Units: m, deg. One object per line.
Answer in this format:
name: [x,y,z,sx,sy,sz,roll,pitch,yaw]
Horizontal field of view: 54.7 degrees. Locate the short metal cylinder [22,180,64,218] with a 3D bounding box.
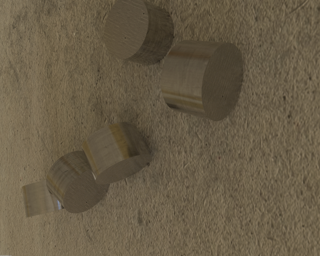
short metal cylinder: [-0.187,0.116,0.524,0.080,0.081,0.050,-22,76,38]

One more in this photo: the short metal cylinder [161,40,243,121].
short metal cylinder: [0.047,-0.052,0.331,0.050,0.081,0.079,17,101,39]

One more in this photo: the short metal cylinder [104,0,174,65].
short metal cylinder: [-0.028,-0.128,0.412,0.080,0.050,0.080,0,90,40]

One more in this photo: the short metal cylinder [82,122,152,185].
short metal cylinder: [-0.058,0.035,0.417,0.080,0.081,0.050,-41,65,32]

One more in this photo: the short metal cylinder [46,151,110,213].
short metal cylinder: [-0.123,0.081,0.471,0.050,0.081,0.079,33,111,35]
